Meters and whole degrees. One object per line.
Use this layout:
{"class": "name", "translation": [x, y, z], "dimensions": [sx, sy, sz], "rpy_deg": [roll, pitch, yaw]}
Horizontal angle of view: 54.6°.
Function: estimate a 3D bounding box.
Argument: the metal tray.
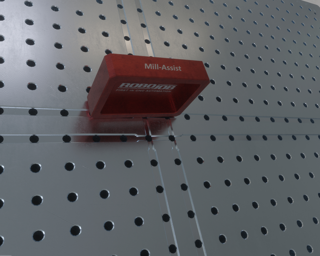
{"class": "metal tray", "translation": [-0.015, -0.048, 0.387], "dimensions": [0.131, 0.090, 0.030], "rpy_deg": [-2, 63, -29]}
